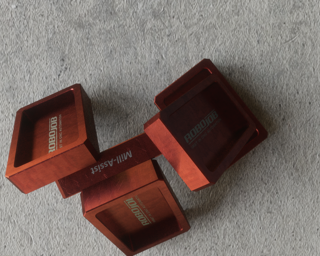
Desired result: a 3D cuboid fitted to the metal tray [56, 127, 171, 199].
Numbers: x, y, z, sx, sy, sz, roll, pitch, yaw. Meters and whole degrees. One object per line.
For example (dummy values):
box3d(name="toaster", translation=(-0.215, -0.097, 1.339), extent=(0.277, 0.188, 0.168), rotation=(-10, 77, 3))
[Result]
box3d(name="metal tray", translation=(-0.052, 0.037, 0.378), extent=(0.131, 0.090, 0.030), rotation=(-25, 90, 0))

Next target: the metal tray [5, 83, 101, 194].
box3d(name="metal tray", translation=(-0.124, 0.005, 0.362), extent=(0.090, 0.130, 0.030), rotation=(-24, 129, -1))

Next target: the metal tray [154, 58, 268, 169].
box3d(name="metal tray", translation=(0.065, -0.014, 0.409), extent=(0.090, 0.030, 0.130), rotation=(-38, 91, -1))

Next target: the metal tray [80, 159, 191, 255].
box3d(name="metal tray", translation=(-0.023, 0.100, 0.367), extent=(0.090, 0.030, 0.130), rotation=(-25, 135, 0))

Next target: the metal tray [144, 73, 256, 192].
box3d(name="metal tray", translation=(0.052, -0.001, 0.356), extent=(0.090, 0.030, 0.131), rotation=(52, 45, -1))
